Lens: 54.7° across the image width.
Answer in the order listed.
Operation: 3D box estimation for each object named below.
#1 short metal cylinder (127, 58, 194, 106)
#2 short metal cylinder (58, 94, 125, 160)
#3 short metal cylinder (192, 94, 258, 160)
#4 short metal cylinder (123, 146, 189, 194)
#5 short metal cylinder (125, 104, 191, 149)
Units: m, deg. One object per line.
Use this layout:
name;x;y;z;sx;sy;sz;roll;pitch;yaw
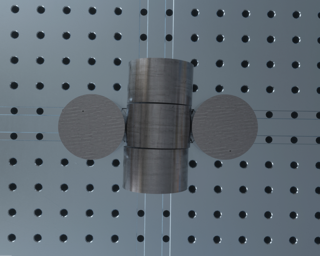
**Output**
short metal cylinder;0.001;-0.054;0.385;0.081;0.080;0.050;3;90;-1
short metal cylinder;-0.083;-0.001;0.399;0.081;0.050;0.079;0;90;-1
short metal cylinder;0.079;-0.001;0.401;0.081;0.050;0.079;0;90;-1
short metal cylinder;-0.005;0.049;0.385;0.081;0.080;0.050;1;90;-1
short metal cylinder;-0.002;-0.002;0.385;0.081;0.080;0.050;2;90;-1
